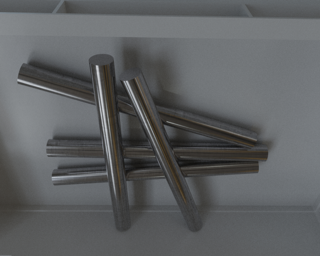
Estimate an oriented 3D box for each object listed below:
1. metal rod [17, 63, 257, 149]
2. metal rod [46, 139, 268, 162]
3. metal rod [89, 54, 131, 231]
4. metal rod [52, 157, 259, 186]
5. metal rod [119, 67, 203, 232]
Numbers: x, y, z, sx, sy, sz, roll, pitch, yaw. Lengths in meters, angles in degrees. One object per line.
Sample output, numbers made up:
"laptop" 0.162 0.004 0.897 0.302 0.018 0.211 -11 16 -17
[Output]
"metal rod" -0.016 -0.023 0.387 0.302 0.025 0.025 15 128 -14
"metal rod" -0.002 0.031 0.433 0.302 0.025 0.025 1 130 -2
"metal rod" -0.060 0.044 0.410 0.025 0.025 0.298 0 130 -1
"metal rod" -0.008 0.064 0.462 0.302 0.025 0.025 -4 130 2
"metal rod" 0.014 0.051 0.418 0.025 0.025 0.299 -14 129 11
